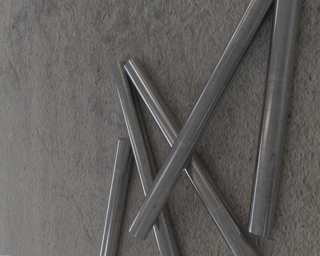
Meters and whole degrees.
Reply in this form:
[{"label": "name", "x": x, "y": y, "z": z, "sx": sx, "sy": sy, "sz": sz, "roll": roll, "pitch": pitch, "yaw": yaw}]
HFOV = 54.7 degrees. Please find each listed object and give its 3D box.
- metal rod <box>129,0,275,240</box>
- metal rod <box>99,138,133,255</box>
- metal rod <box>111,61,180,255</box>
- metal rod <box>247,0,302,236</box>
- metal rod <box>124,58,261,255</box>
[{"label": "metal rod", "x": 0.041, "y": -0.004, "z": 0.345, "sx": 0.025, "sy": 0.025, "sz": 0.298, "roll": 35, "pitch": 104, "yaw": 34}, {"label": "metal rod", "x": -0.073, "y": 0.162, "z": 0.465, "sx": 0.025, "sy": 0.025, "sz": 0.298, "roll": 17, "pitch": 101, "yaw": 39}, {"label": "metal rod", "x": -0.020, "y": 0.048, "z": 0.421, "sx": 0.025, "sy": 0.025, "sz": 0.299, "roll": -26, "pitch": 74, "yaw": 37}, {"label": "metal rod", "x": 0.117, "y": -0.042, "z": 0.308, "sx": 0.025, "sy": 0.025, "sz": 0.298, "roll": 9, "pitch": 96, "yaw": 39}, {"label": "metal rod", "x": 0.031, "y": 0.030, "z": 0.379, "sx": 0.025, "sy": 0.025, "sz": 0.299, "roll": -45, "pitch": 63, "yaw": 31}]
